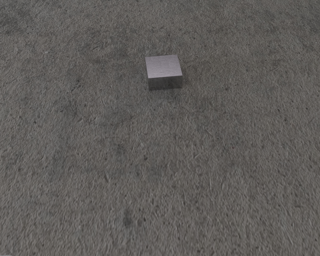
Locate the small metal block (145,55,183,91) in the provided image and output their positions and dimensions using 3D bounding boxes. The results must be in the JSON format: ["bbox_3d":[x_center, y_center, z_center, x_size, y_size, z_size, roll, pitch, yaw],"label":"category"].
[{"bbox_3d":[0.005,-0.085,0.475,0.050,0.025,0.050,-6,50,-5],"label":"small metal block"}]
